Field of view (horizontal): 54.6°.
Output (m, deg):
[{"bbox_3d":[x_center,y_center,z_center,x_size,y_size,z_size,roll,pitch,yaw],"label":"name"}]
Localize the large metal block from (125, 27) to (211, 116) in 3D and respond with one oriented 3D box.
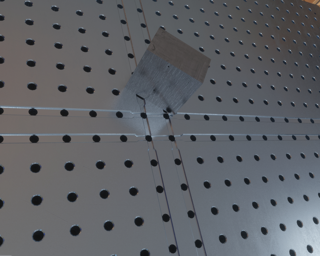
[{"bbox_3d":[0.010,-0.074,0.423,0.080,0.080,0.050,30,52,-9],"label":"large metal block"}]
